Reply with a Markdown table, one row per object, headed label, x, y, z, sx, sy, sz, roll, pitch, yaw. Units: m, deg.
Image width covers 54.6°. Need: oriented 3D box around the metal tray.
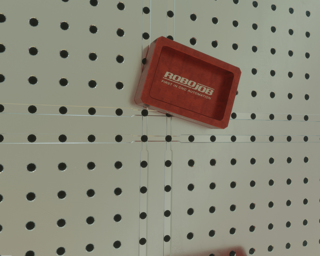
| label | x | y | z | sx | sy | sz | roll | pitch | yaw |
| --- | --- | --- | --- | --- | --- | --- | --- | --- | --- |
| metal tray | 0.040 | -0.058 | 0.424 | 0.131 | 0.030 | 0.090 | 17 | 84 | -19 |
